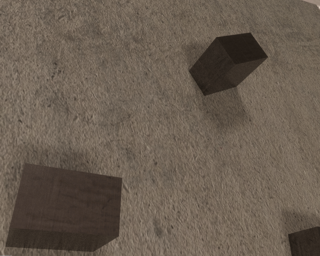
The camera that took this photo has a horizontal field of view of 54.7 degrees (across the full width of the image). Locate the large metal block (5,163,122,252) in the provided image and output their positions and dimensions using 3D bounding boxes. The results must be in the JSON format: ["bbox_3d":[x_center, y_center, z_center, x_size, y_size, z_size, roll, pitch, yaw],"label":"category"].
[{"bbox_3d":[-0.087,0.076,0.276,0.081,0.080,0.050,13,57,-22],"label":"large metal block"}]

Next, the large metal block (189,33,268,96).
[{"bbox_3d":[0.107,-0.101,0.490,0.081,0.080,0.050,-19,72,-36],"label":"large metal block"}]

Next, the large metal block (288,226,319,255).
[{"bbox_3d":[0.223,0.179,0.402,0.081,0.050,0.080,15,56,-20],"label":"large metal block"}]
